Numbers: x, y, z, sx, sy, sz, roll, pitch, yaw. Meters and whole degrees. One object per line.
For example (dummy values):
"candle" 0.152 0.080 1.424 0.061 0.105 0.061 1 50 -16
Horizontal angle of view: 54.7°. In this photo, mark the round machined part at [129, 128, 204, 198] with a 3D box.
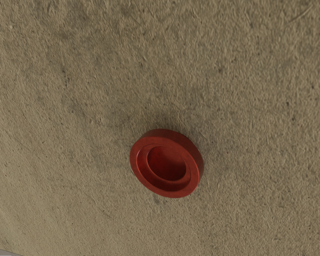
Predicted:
"round machined part" 0.012 0.043 0.416 0.098 0.042 0.097 13 124 20
